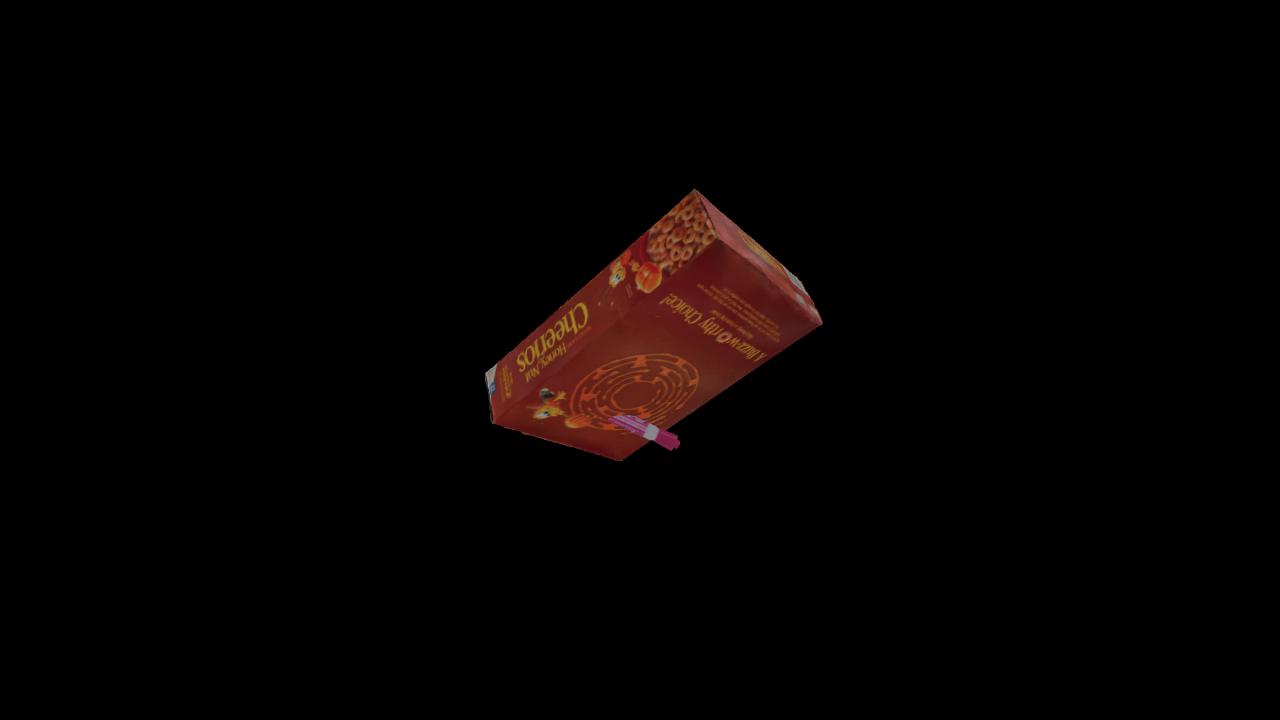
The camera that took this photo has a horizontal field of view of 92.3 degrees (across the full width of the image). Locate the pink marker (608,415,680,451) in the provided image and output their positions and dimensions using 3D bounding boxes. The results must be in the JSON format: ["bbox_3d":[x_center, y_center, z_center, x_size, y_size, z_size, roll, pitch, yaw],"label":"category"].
[{"bbox_3d":[-0.011,0.069,0.675,0.121,0.020,0.020,26,-4,-8],"label":"pink marker"}]

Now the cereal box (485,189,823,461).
[{"bbox_3d":[0.011,-0.012,0.650,0.306,0.081,0.203,-37,-40,25],"label":"cereal box"}]
